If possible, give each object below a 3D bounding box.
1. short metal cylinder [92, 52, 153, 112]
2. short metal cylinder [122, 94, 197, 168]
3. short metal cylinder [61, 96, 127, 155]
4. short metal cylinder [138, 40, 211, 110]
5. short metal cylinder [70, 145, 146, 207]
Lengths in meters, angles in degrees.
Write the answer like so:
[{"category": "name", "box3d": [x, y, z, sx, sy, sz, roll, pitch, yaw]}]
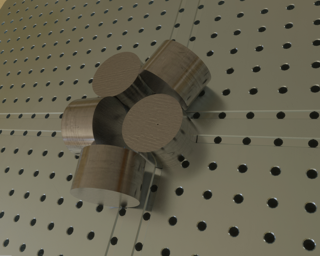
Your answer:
[{"category": "short metal cylinder", "box3d": [-0.052, -0.065, 0.459, 0.080, 0.050, 0.080, -14, 56, 22]}, {"category": "short metal cylinder", "box3d": [0.000, 0.004, 0.390, 0.080, 0.050, 0.080, -13, 57, 21]}, {"category": "short metal cylinder", "box3d": [-0.086, -0.001, 0.420, 0.050, 0.080, 0.080, -2, 61, 27]}, {"category": "short metal cylinder", "box3d": [0.019, -0.068, 0.405, 0.080, 0.080, 0.050, 32, 79, 38]}, {"category": "short metal cylinder", "box3d": [-0.060, 0.059, 0.367, 0.080, 0.080, 0.050, -6, 60, 25]}]
